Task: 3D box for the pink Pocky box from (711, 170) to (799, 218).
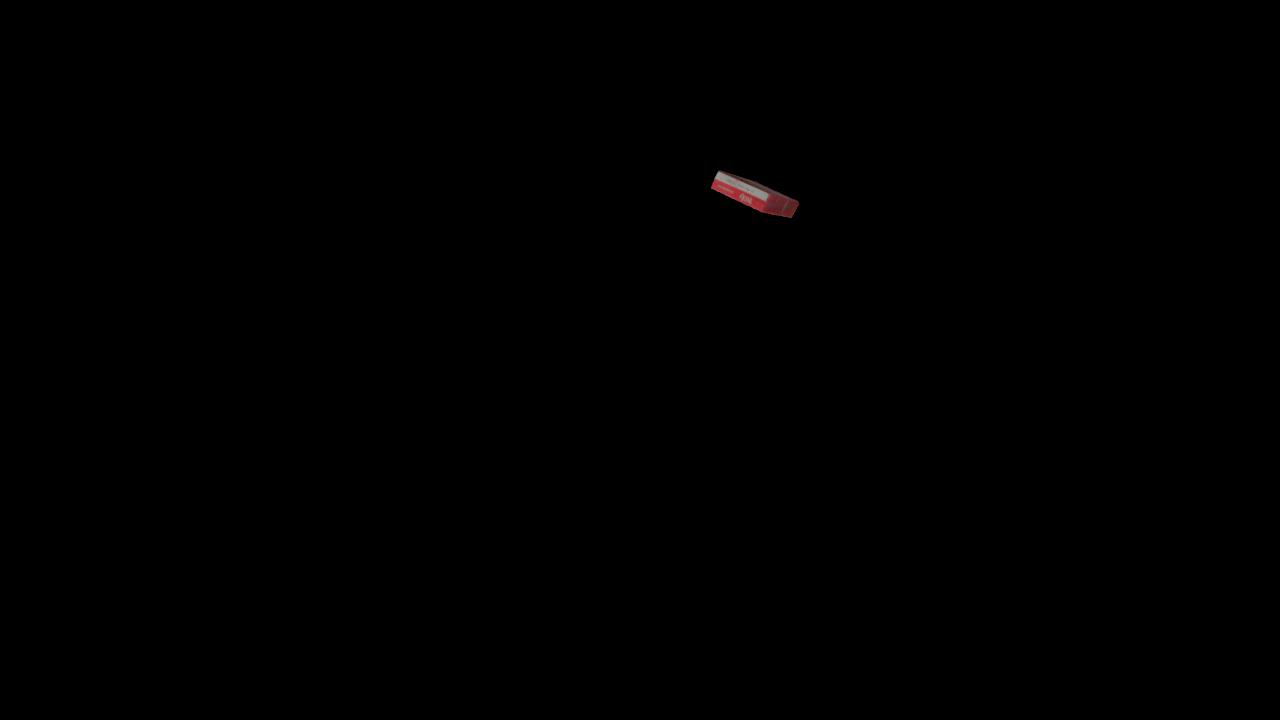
[{"bbox_3d":[0.170,-0.237,0.888,0.084,0.029,0.155,32,22,20],"label":"pink Pocky box"}]
